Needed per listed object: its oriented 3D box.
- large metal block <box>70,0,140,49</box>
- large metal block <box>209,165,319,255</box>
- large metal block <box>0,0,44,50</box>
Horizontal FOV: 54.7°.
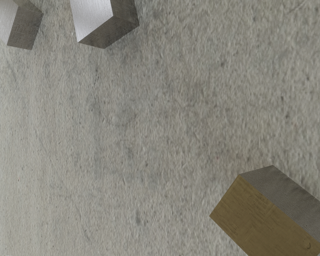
[{"bbox_3d":[-0.083,-0.174,0.455,0.080,0.050,0.080,-20,77,38],"label":"large metal block"},{"bbox_3d":[0.106,0.082,0.280,0.080,0.081,0.050,42,116,31],"label":"large metal block"},{"bbox_3d":[-0.286,-0.215,0.621,0.080,0.050,0.080,43,116,31],"label":"large metal block"}]
